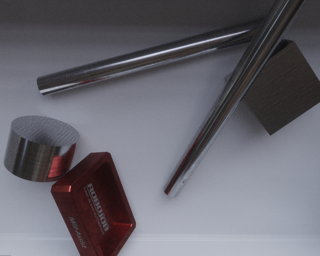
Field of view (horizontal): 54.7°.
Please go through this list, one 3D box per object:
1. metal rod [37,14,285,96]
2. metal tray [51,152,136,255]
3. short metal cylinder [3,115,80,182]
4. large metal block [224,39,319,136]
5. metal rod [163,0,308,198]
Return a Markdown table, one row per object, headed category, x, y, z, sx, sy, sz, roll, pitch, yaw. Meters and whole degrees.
| category | x | y | z | sx | sy | sz | roll | pitch | yaw |
| --- | --- | --- | --- | --- | --- | --- | --- | --- | --- |
| metal rod | -0.002 | -0.088 | 0.378 | 0.301 | 0.025 | 0.025 | -14 | 110 | 4 |
| metal tray | -0.082 | 0.108 | 0.413 | 0.030 | 0.090 | 0.129 | -6 | 112 | 27 |
| short metal cylinder | -0.148 | 0.024 | 0.389 | 0.080 | 0.080 | 0.050 | 19 | 109 | -7 |
| large metal block | 0.140 | -0.052 | 0.381 | 0.080 | 0.050 | 0.080 | -37 | 106 | 12 |
| metal rod | 0.071 | -0.019 | 0.361 | 0.025 | 0.025 | 0.298 | 21 | 125 | -8 |
